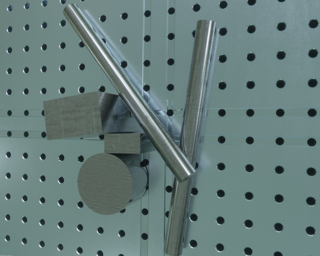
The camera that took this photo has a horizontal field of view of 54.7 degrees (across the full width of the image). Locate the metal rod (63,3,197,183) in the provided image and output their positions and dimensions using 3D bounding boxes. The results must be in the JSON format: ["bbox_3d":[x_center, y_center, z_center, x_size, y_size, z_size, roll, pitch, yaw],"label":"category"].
[{"bbox_3d":[-0.049,-0.058,0.415,0.025,0.025,0.299,-40,72,15],"label":"metal rod"}]

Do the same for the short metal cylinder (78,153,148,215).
[{"bbox_3d":[-0.063,0.072,0.421,0.080,0.050,0.079,0,90,20],"label":"short metal cylinder"}]

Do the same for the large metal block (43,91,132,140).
[{"bbox_3d":[-0.094,-0.014,0.417,0.080,0.080,0.050,-8,88,20],"label":"large metal block"}]

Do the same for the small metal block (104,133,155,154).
[{"bbox_3d":[-0.039,0.019,0.413,0.050,0.050,0.025,0,90,20],"label":"small metal block"}]

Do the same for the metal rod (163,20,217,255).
[{"bbox_3d":[0.038,0.015,0.399,0.025,0.025,0.298,9,93,19],"label":"metal rod"}]
